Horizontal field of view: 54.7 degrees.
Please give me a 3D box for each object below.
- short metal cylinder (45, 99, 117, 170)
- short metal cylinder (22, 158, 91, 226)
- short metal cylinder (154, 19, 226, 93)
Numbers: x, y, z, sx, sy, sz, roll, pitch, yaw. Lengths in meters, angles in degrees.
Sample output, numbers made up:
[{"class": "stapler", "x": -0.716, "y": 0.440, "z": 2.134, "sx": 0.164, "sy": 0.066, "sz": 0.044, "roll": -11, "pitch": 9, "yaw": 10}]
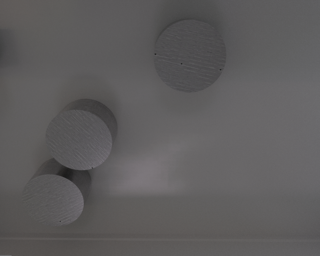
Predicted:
[{"class": "short metal cylinder", "x": -0.098, "y": 0.007, "z": 0.400, "sx": 0.081, "sy": 0.050, "sz": 0.079, "roll": 0, "pitch": 110, "yaw": 0}, {"class": "short metal cylinder", "x": -0.140, "y": 0.087, "z": 0.429, "sx": 0.081, "sy": 0.050, "sz": 0.079, "roll": 0, "pitch": 110, "yaw": 0}, {"class": "short metal cylinder", "x": 0.033, "y": -0.087, "z": 0.366, "sx": 0.081, "sy": 0.050, "sz": 0.079, "roll": 0, "pitch": 110, "yaw": 0}]
